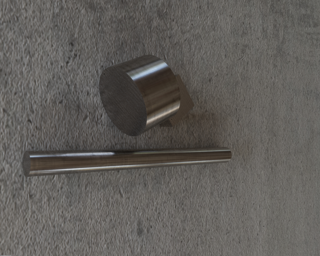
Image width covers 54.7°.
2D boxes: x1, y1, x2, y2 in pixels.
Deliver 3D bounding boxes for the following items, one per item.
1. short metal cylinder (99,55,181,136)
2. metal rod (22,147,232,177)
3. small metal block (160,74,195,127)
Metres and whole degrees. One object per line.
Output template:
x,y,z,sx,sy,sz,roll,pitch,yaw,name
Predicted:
-0.024,-0.037,0.349,0.050,0.080,0.080,-29,109,-36,short metal cylinder
-0.012,0.038,0.394,0.302,0.025,0.025,2,89,-40,metal rod
0.013,-0.036,0.416,0.050,0.025,0.050,-44,117,-31,small metal block
